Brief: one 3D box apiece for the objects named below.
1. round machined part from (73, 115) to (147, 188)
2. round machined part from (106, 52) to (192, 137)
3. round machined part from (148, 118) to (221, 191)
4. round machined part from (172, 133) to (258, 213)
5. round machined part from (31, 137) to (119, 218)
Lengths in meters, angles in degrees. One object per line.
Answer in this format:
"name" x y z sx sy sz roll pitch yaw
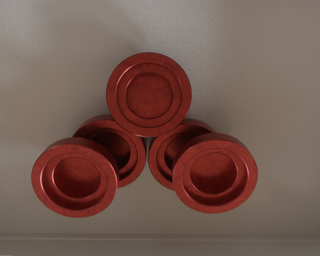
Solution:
"round machined part" -0.067 0.028 0.410 0.099 0.042 0.097 0 110 0
"round machined part" -0.013 -0.039 0.376 0.099 0.042 0.097 0 92 -2
"round machined part" 0.034 0.033 0.413 0.099 0.042 0.097 0 110 0
"round machined part" 0.063 0.051 0.376 0.099 0.042 0.097 0 110 0
"round machined part" -0.098 0.056 0.376 0.099 0.042 0.097 0 110 0
